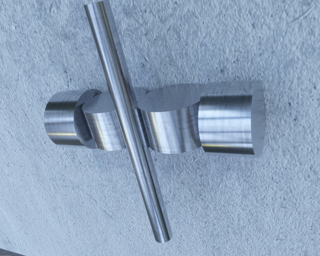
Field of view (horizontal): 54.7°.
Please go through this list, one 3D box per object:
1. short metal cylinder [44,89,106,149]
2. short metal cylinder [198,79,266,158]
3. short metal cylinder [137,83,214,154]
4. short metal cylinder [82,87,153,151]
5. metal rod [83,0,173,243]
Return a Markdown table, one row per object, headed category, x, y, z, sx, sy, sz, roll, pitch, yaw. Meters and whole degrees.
| category | x | y | z | sx | sy | sz | roll | pitch | yaw |
| --- | --- | --- | --- | --- | --- | --- | --- | --- | --- |
| short metal cylinder | -0.108 | -0.012 | 0.422 | 0.050 | 0.080 | 0.080 | 1 | 119 | 28 |
| short metal cylinder | 0.078 | -0.010 | 0.326 | 0.050 | 0.080 | 0.080 | 1 | 119 | 28 |
| short metal cylinder | 0.019 | -0.013 | 0.354 | 0.080 | 0.080 | 0.050 | 1 | 119 | 28 |
| short metal cylinder | -0.051 | -0.014 | 0.391 | 0.080 | 0.080 | 0.050 | 1 | 119 | 28 |
| metal rod | -0.027 | 0.014 | 0.352 | 0.025 | 0.025 | 0.298 | 1 | 119 | 28 |
